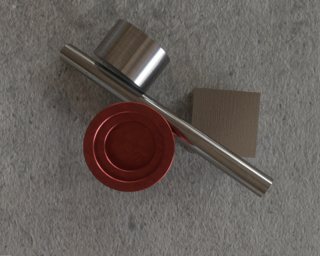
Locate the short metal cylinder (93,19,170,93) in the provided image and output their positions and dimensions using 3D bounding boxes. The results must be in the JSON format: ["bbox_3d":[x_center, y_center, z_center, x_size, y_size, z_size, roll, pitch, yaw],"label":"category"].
[{"bbox_3d":[-0.035,-0.087,0.383,0.080,0.080,0.050,37,90,-1],"label":"short metal cylinder"}]

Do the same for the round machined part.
[{"bbox_3d":[-0.033,0.020,0.353,0.099,0.042,0.097,0,91,-1],"label":"round machined part"}]

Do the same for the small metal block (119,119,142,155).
[{"bbox_3d":[-0.037,0.008,0.399,0.025,0.050,0.050,-2,90,0],"label":"small metal block"}]

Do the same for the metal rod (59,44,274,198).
[{"bbox_3d":[-0.003,-0.017,0.374,0.300,0.025,0.025,35,90,14],"label":"metal rod"}]

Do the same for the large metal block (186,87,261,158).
[{"bbox_3d":[0.079,-0.007,0.400,0.081,0.050,0.079,4,90,-1],"label":"large metal block"}]
